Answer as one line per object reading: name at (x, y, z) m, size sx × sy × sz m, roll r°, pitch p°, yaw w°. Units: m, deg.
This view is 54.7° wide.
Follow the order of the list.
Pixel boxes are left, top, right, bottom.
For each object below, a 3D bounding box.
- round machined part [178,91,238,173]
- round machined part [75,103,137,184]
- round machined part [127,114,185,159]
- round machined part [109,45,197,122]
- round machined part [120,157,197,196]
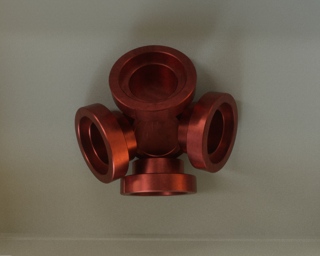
round machined part at (0.057, 0.003, 0.383) m, size 0.042 × 0.099 × 0.097 m, roll 12°, pitch 115°, yaw 34°
round machined part at (-0.065, 0.016, 0.386) m, size 0.042 × 0.098 × 0.097 m, roll -21°, pitch 114°, yaw -33°
round machined part at (-0.004, 0.002, 0.401) m, size 0.099 × 0.042 × 0.097 m, roll 0°, pitch 110°, yaw -1°
round machined part at (-0.007, -0.047, 0.363) m, size 0.099 × 0.098 × 0.042 m, roll -3°, pitch 148°, yaw 1°
round machined part at (-0.002, 0.065, 0.404) m, size 0.099 × 0.098 × 0.042 m, roll -1°, pitch 74°, yaw 0°
